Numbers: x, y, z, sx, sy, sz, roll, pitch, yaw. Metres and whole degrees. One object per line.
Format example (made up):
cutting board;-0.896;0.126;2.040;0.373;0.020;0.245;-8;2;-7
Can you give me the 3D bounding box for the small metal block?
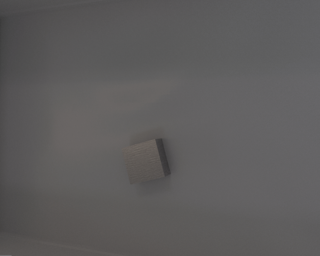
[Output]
small metal block;-0.019;0.045;0.417;0.050;0.025;0.050;-16;85;19
